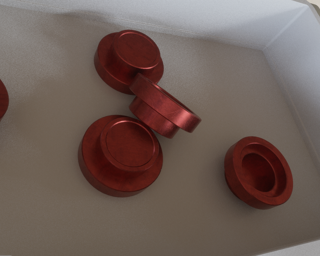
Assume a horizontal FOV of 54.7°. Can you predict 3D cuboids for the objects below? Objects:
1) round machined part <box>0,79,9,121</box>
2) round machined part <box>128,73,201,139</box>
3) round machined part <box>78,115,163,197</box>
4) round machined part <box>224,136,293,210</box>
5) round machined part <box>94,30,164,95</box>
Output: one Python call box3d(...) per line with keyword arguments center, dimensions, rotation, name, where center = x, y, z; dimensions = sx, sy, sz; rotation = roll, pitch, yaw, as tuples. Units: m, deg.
box3d(center=(-0.201, -0.025, 0.289), dimensions=(0.098, 0.042, 0.098), rotation=(30, 35, -24), name="round machined part")
box3d(center=(0.000, -0.023, 0.387), dimensions=(0.098, 0.042, 0.098), rotation=(36, 8, -6), name="round machined part")
box3d(center=(-0.040, 0.026, 0.357), dimensions=(0.099, 0.042, 0.098), rotation=(14, 56, -21), name="round machined part")
box3d(center=(0.129, 0.064, 0.425), dimensions=(0.099, 0.042, 0.098), rotation=(14, 56, -21), name="round machined part")
box3d(center=(-0.038, -0.098, 0.434), dimensions=(0.099, 0.042, 0.098), rotation=(14, 56, -21), name="round machined part")
